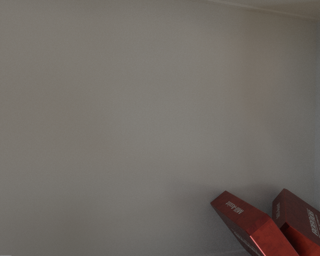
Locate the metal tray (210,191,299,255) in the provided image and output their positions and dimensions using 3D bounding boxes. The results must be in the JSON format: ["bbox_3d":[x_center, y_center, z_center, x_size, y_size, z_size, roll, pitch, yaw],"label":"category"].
[{"bbox_3d":[0.120,0.135,0.392,0.030,0.130,0.090,-38,96,-7],"label":"metal tray"}]

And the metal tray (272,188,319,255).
[{"bbox_3d":[0.198,0.138,0.415,0.090,0.131,0.030,35,109,12],"label":"metal tray"}]
